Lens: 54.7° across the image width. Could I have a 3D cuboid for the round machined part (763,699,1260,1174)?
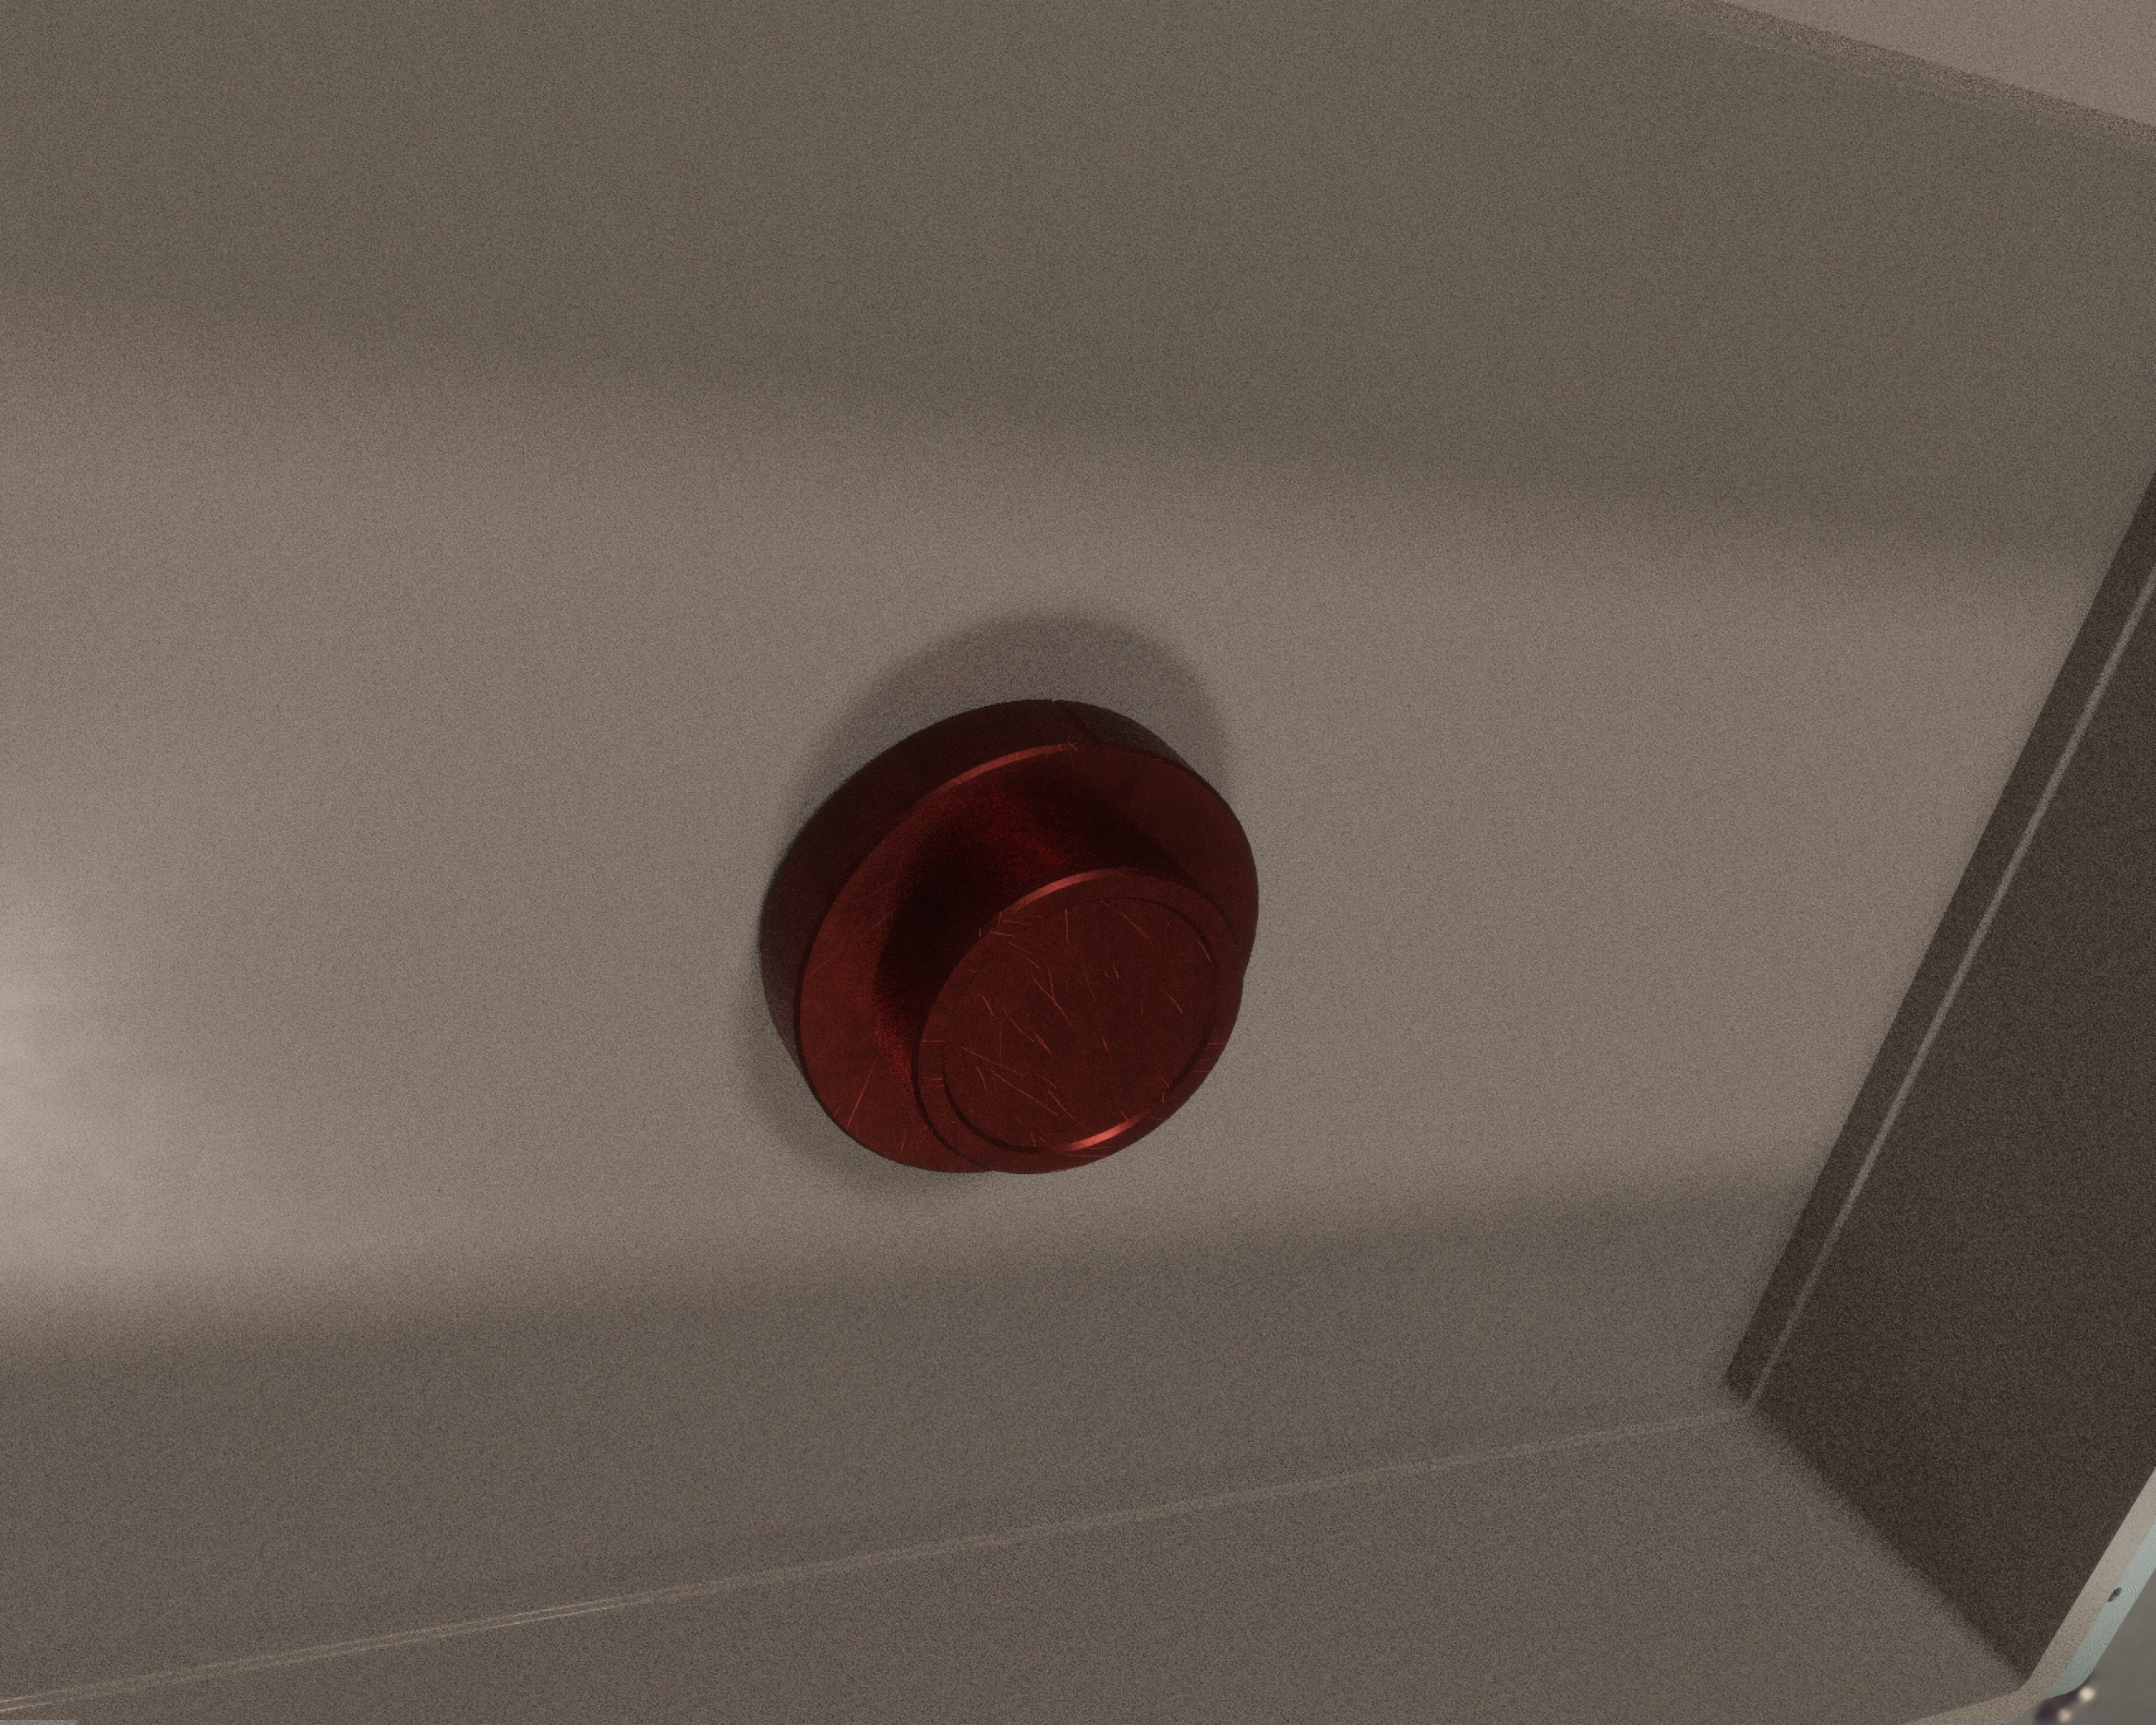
[{"bbox_3d":[-0.007,0.021,0.404,0.099,0.042,0.097,-14,125,-21],"label":"round machined part"}]
